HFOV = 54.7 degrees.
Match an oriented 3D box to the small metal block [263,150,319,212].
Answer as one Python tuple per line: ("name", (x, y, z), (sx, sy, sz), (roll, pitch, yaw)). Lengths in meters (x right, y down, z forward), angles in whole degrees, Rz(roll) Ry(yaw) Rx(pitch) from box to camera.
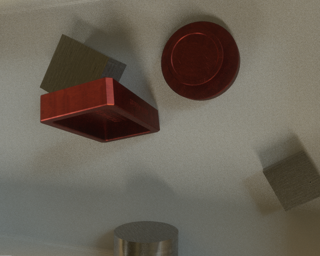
("small metal block", (0.154, 0.060, 0.356), (0.050, 0.025, 0.050), (-31, 80, 17))

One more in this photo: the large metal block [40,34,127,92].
("large metal block", (-0.107, -0.073, 0.433), (0.080, 0.050, 0.080), (29, 99, 17))

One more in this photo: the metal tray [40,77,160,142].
("metal tray", (-0.066, -0.015, 0.375), (0.090, 0.130, 0.030), (-12, 73, 19))

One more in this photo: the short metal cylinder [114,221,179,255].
("short metal cylinder", (-0.017, 0.153, 0.387), (0.080, 0.080, 0.050), (1, 90, 19))

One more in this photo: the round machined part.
("round machined part", (0.047, -0.084, 0.384), (0.098, 0.042, 0.097), (0, 90, 19))
